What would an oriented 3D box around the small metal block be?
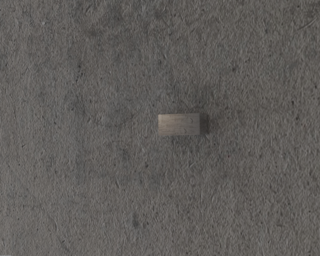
[{"bbox_3d":[0.030,-0.004,0.385,0.050,0.050,0.025,-1,90,20],"label":"small metal block"}]
